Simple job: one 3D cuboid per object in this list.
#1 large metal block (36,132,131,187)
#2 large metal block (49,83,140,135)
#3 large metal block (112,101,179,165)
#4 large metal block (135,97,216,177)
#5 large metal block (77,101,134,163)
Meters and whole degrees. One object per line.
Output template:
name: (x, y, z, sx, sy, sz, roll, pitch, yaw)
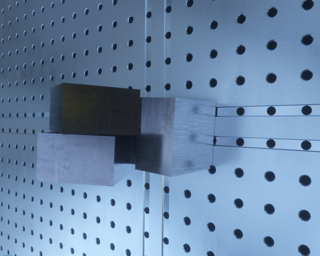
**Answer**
large metal block: (-0.081, 0.030, 0.351, 0.080, 0.080, 0.050, 3, 92, 6)
large metal block: (-0.077, -0.020, 0.351, 0.080, 0.081, 0.050, 6, 93, 62)
large metal block: (-0.022, 0.004, 0.406, 0.080, 0.050, 0.079, 4, 92, 39)
large metal block: (0.020, 0.008, 0.355, 0.050, 0.081, 0.079, 5, 93, 39)
large metal block: (-0.082, 0.004, 0.439, 0.050, 0.081, 0.079, 3, 92, 40)
